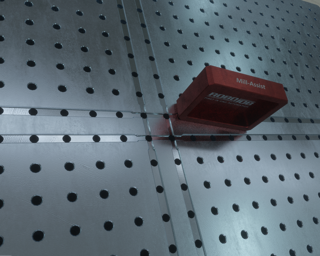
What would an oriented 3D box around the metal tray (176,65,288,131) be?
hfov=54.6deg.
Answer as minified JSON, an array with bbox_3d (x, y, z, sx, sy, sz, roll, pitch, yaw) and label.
[{"bbox_3d":[0.101,-0.037,0.442,0.131,0.090,0.030,9,58,-24],"label":"metal tray"}]
